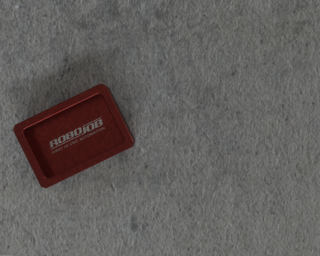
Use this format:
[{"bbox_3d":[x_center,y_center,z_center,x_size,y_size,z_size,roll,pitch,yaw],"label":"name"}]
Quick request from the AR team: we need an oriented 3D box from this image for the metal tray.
[{"bbox_3d":[-0.110,0.010,0.406,0.130,0.030,0.090,-26,90,0],"label":"metal tray"}]
